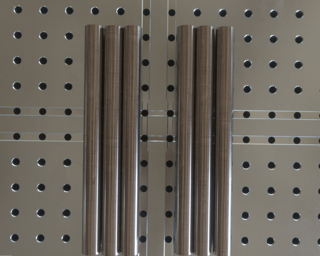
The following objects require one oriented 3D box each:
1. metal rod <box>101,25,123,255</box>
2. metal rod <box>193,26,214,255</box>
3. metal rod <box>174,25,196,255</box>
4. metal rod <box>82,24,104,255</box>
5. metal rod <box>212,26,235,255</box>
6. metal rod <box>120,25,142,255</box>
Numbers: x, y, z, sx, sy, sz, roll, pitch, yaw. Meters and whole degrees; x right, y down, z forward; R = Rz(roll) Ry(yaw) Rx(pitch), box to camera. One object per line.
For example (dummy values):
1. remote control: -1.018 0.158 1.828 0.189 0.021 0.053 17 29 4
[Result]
1. metal rod: -0.063 0.017 0.412 0.025 0.025 0.298 1 90 0
2. metal rod: 0.058 0.017 0.413 0.025 0.025 0.298 1 90 0
3. metal rod: 0.033 0.016 0.413 0.025 0.025 0.298 1 90 0
4. metal rod: -0.089 0.015 0.412 0.025 0.025 0.298 1 90 0
5. metal rod: 0.085 0.017 0.413 0.025 0.025 0.298 1 90 0
6. metal rod: -0.038 0.016 0.413 0.025 0.025 0.298 1 90 0
